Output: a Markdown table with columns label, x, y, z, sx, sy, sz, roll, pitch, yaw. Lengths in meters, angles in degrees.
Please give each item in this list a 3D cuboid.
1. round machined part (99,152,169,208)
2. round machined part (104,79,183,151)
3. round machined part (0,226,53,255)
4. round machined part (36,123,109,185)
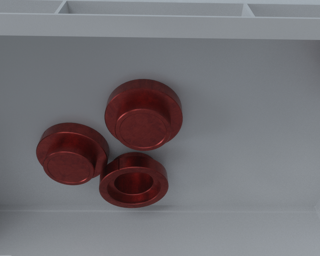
| label | x | y | z | sx | sy | sz | roll | pitch | yaw |
| --- | --- | --- | --- | --- | --- | --- | --- | --- | --- |
| round machined part | -0.038 | 0.073 | 0.455 | 0.099 | 0.042 | 0.097 | -4 | 133 | -4 |
| round machined part | -0.021 | -0.009 | 0.390 | 0.099 | 0.042 | 0.097 | 0 | 130 | 0 |
| round machined part | -0.253 | 0.222 | 0.587 | 0.099 | 0.042 | 0.097 | 0 | 130 | 0 |
| round machined part | -0.123 | 0.043 | 0.433 | 0.099 | 0.042 | 0.097 | 0 | 130 | 0 |
